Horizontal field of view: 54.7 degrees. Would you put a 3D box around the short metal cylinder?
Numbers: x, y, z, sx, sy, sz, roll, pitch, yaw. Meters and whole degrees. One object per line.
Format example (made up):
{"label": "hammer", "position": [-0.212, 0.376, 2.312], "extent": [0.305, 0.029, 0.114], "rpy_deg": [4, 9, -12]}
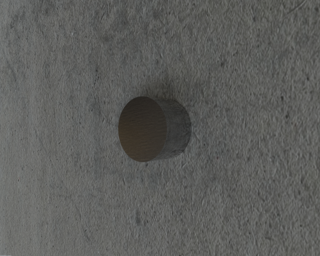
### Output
{"label": "short metal cylinder", "position": [-0.007, 0.001, 0.394], "extent": [0.080, 0.050, 0.079], "rpy_deg": [0, 90, 39]}
